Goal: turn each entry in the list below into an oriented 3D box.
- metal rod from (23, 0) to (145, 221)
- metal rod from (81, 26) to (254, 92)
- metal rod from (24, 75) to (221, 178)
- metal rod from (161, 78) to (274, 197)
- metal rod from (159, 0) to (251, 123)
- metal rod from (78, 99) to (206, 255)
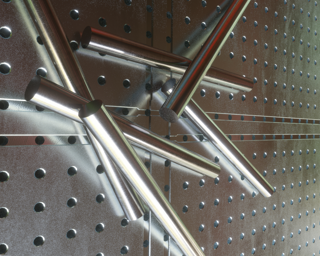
[{"bbox_3d":[-0.082,-0.027,0.339,0.025,0.025,0.299,-34,111,-35],"label":"metal rod"},{"bbox_3d":[0.035,-0.086,0.436,0.302,0.025,0.025,6,86,-40],"label":"metal rod"},{"bbox_3d":[-0.014,0.015,0.372,0.301,0.025,0.025,28,73,-44],"label":"metal rod"},{"bbox_3d":[0.105,0.030,0.495,0.300,0.025,0.025,43,64,-31],"label":"metal rod"},{"bbox_3d":[0.078,-0.120,0.446,0.025,0.025,0.301,53,52,-27],"label":"metal rod"},{"bbox_3d":[-0.004,0.088,0.368,0.025,0.025,0.299,-51,131,-27],"label":"metal rod"}]
